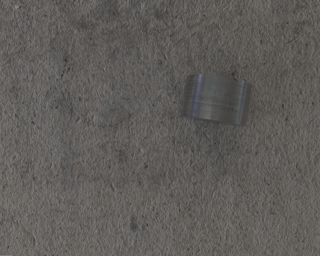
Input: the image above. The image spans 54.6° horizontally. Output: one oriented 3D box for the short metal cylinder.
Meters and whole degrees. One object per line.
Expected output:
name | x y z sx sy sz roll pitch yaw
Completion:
short metal cylinder | 0.069 -0.033 0.383 0.080 0.080 0.050 9 90 0
